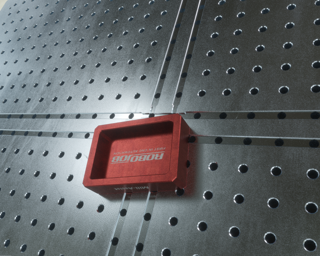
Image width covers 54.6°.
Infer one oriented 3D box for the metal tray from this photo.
[{"bbox_3d":[-0.031,0.035,0.400,0.130,0.030,0.090,-8,58,24],"label":"metal tray"}]
